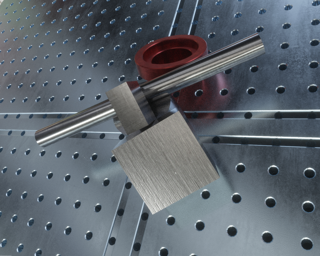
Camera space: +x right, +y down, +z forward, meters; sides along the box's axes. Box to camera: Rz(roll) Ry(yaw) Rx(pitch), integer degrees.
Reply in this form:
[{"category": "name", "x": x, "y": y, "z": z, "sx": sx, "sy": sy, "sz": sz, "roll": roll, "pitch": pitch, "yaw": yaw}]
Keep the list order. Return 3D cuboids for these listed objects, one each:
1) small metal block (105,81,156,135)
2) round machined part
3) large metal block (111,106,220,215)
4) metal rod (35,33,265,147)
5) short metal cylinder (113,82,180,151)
[{"category": "small metal block", "x": -0.030, "y": -0.024, "z": 0.343, "sx": 0.025, "sy": 0.050, "sz": 0.050, "roll": -26, "pitch": 95, "yaw": 12}, {"category": "round machined part", "x": 0.018, "y": -0.088, "z": 0.426, "sx": 0.098, "sy": 0.042, "sz": 0.098, "roll": -9, "pitch": 37, "yaw": 7}, {"category": "large metal block", "x": 0.007, "y": 0.032, "z": 0.338, "sx": 0.080, "sy": 0.050, "sz": 0.080, "roll": -31, "pitch": 97, "yaw": 8}, {"category": "metal rod", "x": -0.024, "y": -0.040, "z": 0.379, "sx": 0.301, "sy": 0.025, "sz": 0.025, "roll": -22, "pitch": 54, "yaw": 14}, {"category": "short metal cylinder", "x": -0.013, "y": -0.014, "z": 0.406, "sx": 0.080, "sy": 0.050, "sz": 0.080, "roll": -13, "pitch": 56, "yaw": 20}]
